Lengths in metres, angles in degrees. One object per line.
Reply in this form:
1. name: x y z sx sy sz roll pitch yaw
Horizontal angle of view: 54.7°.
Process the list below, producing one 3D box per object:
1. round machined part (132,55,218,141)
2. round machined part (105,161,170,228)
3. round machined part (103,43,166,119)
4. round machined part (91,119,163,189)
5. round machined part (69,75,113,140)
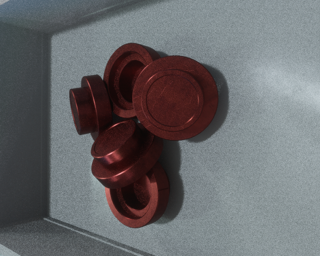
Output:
1. round machined part: 0.016 -0.033 0.351 0.098 0.042 0.097 2 101 9
2. round machined part: -0.025 0.079 0.414 0.098 0.042 0.097 0 90 40
3. round machined part: -0.029 -0.061 0.416 0.098 0.042 0.097 0 90 40
4. round machined part: -0.048 0.026 0.397 0.098 0.098 0.042 -8 129 39
5. round machined part: -0.104 -0.026 0.451 0.098 0.042 0.097 168 90 -68
